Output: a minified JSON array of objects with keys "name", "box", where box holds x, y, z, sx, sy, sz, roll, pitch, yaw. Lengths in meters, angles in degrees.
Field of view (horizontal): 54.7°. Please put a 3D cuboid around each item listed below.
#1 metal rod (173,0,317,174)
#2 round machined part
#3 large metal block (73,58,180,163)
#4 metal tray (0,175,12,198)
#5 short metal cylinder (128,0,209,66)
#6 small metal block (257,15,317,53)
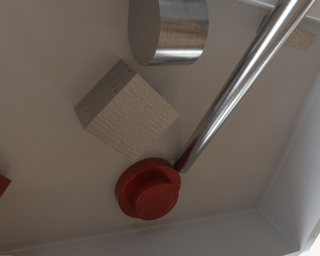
[{"name":"metal rod","box":[0.073,-0.027,0.350,0.025,0.025,0.298,-9,149,-24]},{"name":"round machined part","box":[-0.012,0.095,0.452,0.099,0.042,0.097,-14,125,-21]},{"name":"large metal block","box":[-0.038,-0.019,0.361,0.080,0.050,0.080,-46,130,4]},{"name":"metal tray","box":[-0.212,0.115,0.318,0.030,0.090,0.130,34,100,-17]},{"name":"short metal cylinder","box":[0.005,-0.103,0.313,0.050,0.080,0.079,-7,122,-26]},{"name":"small metal block","box":[0.166,-0.124,0.409,0.050,0.050,0.025,7,115,-32]}]
